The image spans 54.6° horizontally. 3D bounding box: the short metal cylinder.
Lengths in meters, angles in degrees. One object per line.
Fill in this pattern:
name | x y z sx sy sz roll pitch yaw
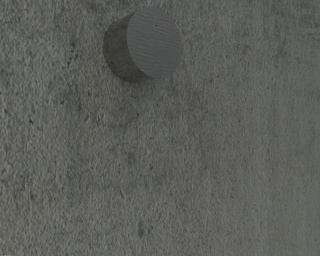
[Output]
short metal cylinder | -0.020 -0.097 0.370 0.081 0.050 0.080 0 90 -40
